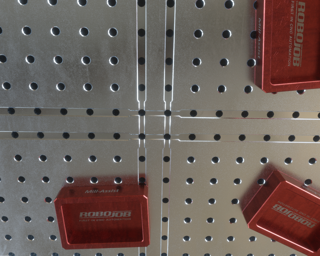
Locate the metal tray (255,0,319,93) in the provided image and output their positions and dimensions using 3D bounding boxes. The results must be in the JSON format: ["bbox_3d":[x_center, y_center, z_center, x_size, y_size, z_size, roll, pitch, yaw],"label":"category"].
[{"bbox_3d":[0.165,-0.112,0.371,0.091,0.030,0.129,-5,110,1],"label":"metal tray"}]

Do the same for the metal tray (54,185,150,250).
[{"bbox_3d":[-0.081,0.132,0.458,0.131,0.030,0.089,-2,110,0],"label":"metal tray"}]

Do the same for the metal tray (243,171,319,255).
[{"bbox_3d":[0.204,0.131,0.461,0.131,0.030,0.089,27,108,-10],"label":"metal tray"}]
